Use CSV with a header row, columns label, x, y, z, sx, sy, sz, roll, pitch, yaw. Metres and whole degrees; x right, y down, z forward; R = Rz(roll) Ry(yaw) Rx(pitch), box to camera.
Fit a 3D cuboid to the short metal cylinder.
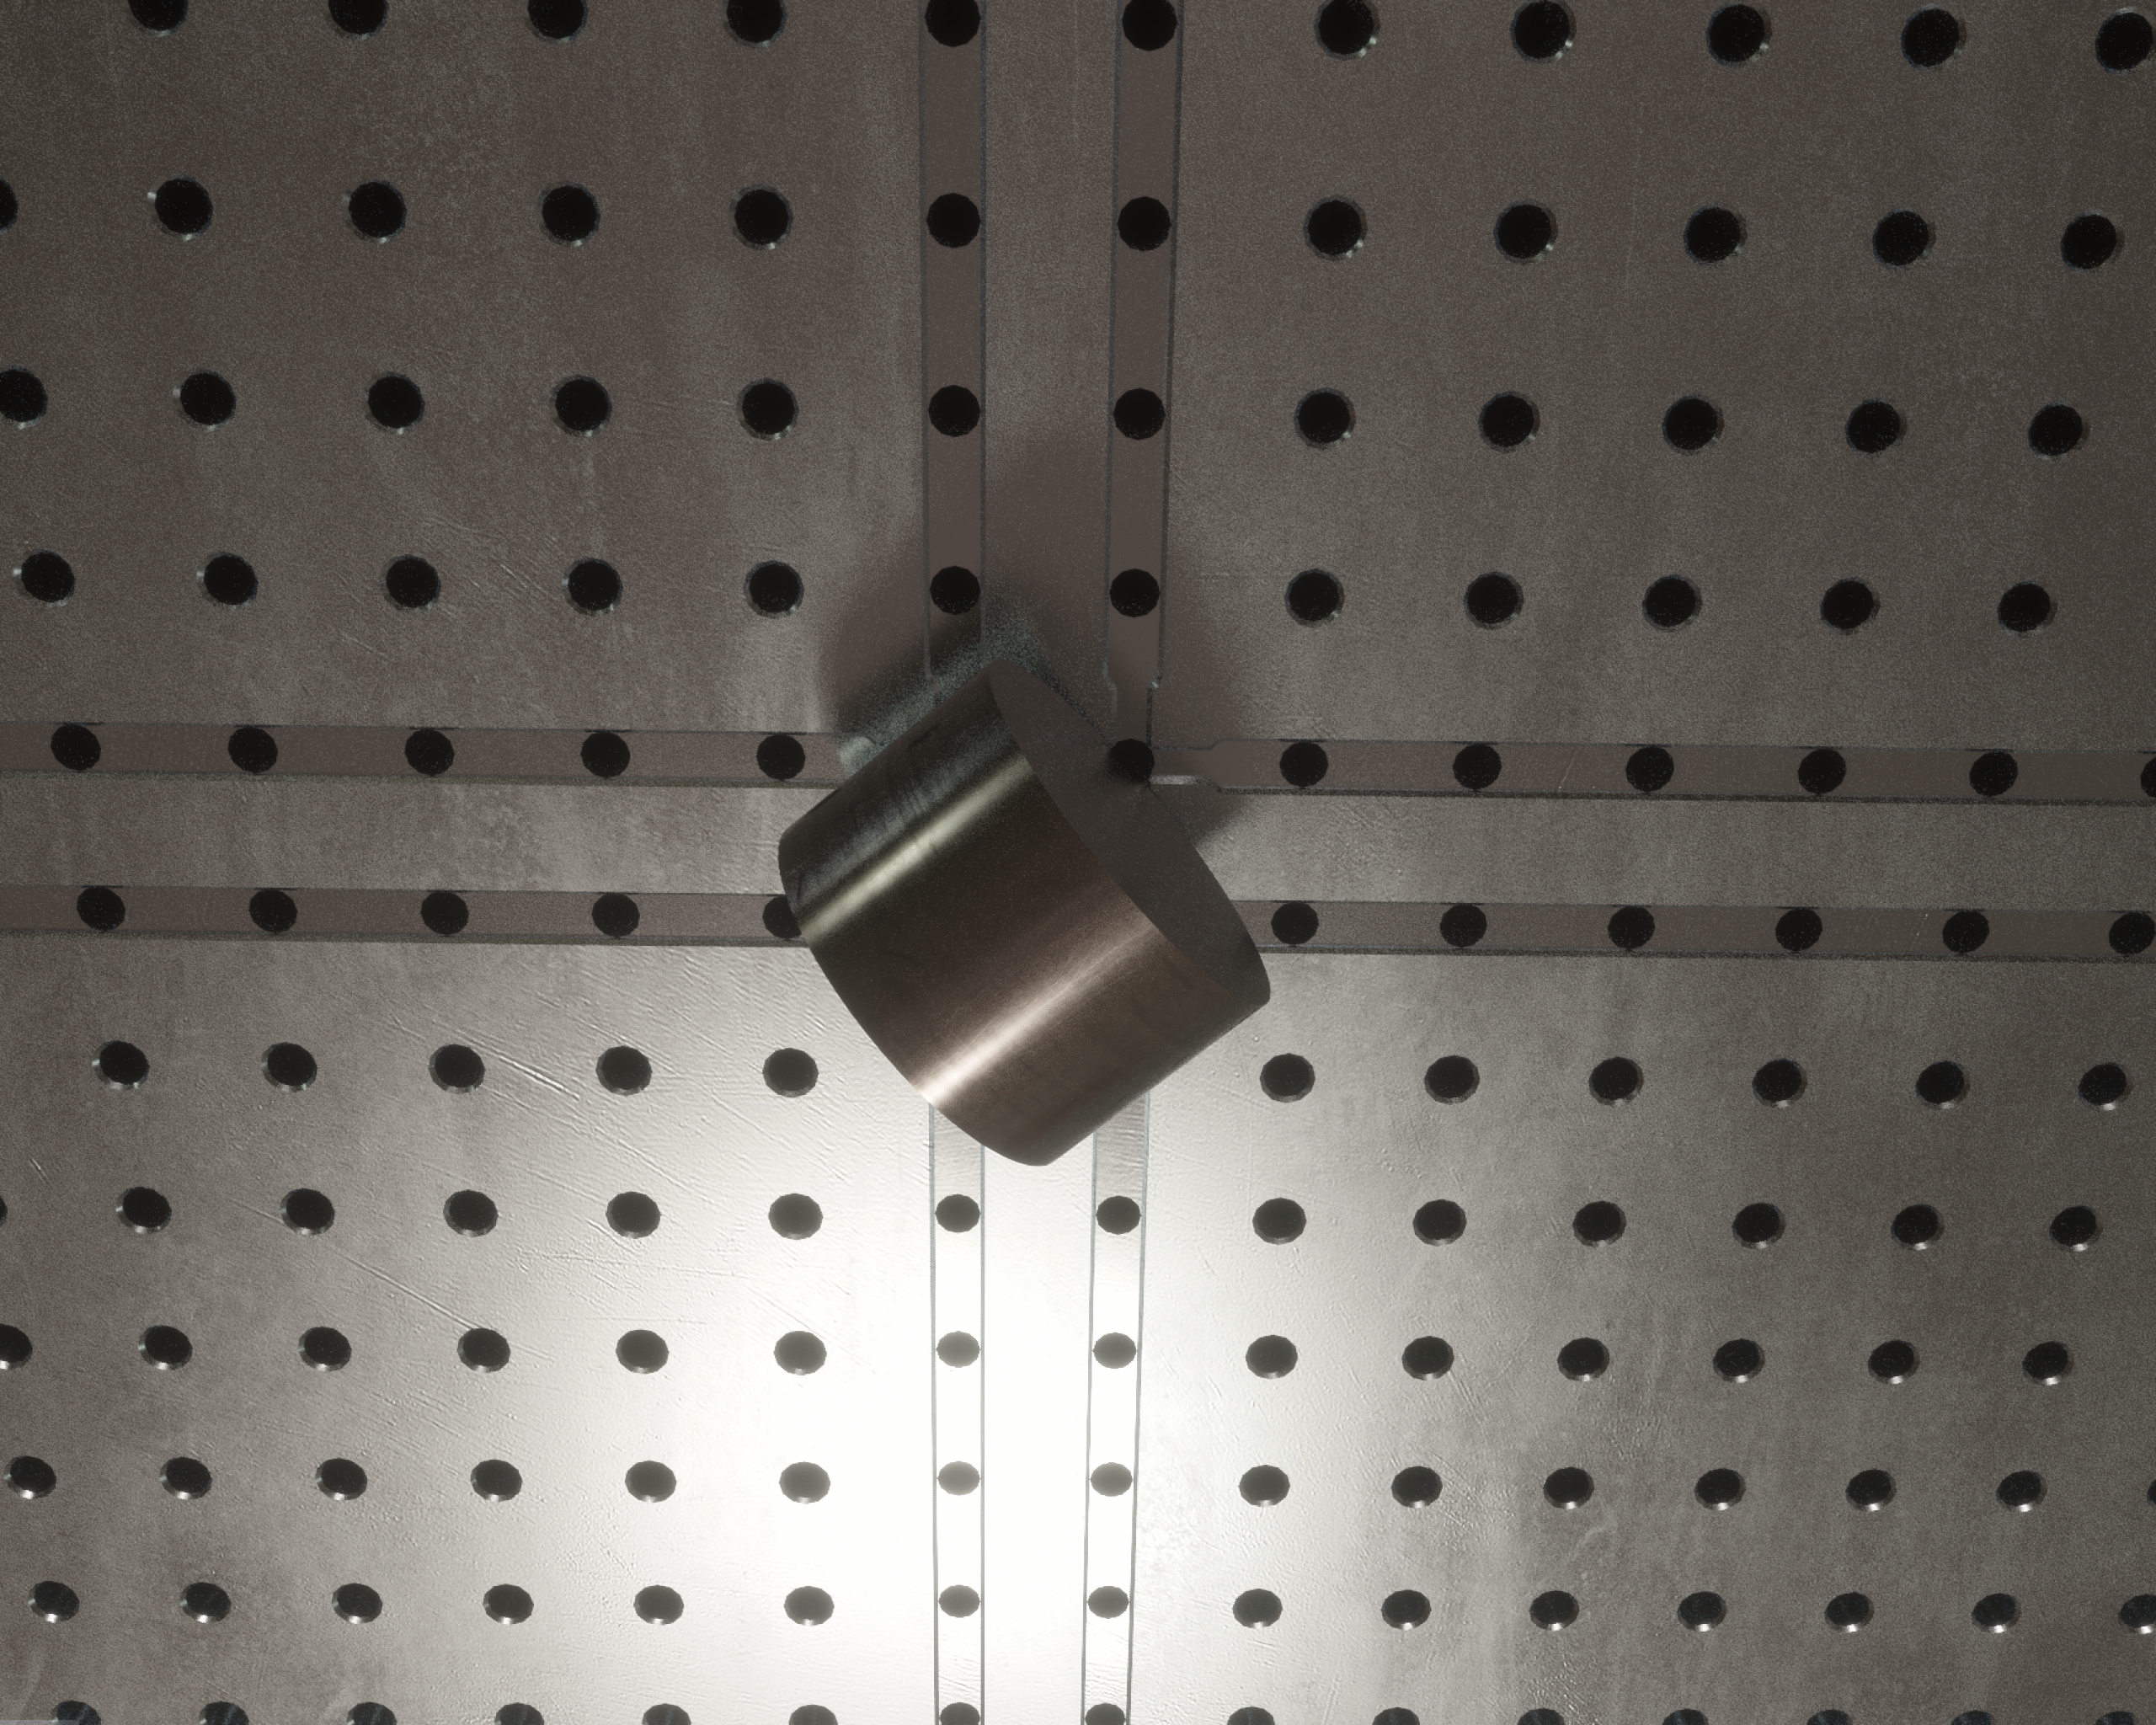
label,x,y,z,sx,sy,sz,roll,pitch,yaw
short metal cylinder,-0.009,0.009,0.387,0.050,0.080,0.080,-38,106,13
